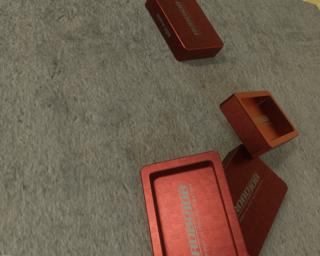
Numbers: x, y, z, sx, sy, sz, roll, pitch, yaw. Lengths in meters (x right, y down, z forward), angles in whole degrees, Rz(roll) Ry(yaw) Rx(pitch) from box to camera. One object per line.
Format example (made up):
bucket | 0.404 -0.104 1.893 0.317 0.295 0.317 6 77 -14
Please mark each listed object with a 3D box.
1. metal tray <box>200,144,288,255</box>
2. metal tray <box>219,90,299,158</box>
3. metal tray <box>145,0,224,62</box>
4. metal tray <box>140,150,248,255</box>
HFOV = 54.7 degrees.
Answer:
metal tray | 0.106 0.093 0.403 0.090 0.030 0.131 44 51 2
metal tray | 0.154 -0.011 0.469 0.131 0.030 0.090 -11 66 -50
metal tray | 0.042 -0.179 0.534 0.091 0.030 0.130 -15 70 -35
metal tray | 0.034 0.097 0.332 0.090 0.030 0.130 -13 64 3
